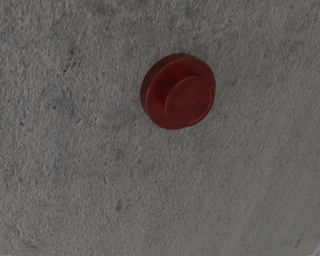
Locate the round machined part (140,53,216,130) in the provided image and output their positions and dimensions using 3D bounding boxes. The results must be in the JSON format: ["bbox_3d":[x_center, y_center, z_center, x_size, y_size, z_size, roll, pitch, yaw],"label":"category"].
[{"bbox_3d":[0.029,-0.040,0.386,0.099,0.042,0.097,-14,124,-21],"label":"round machined part"}]
